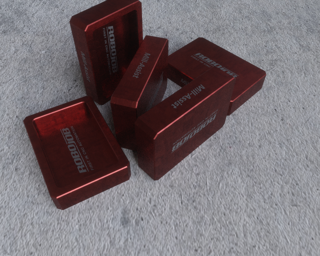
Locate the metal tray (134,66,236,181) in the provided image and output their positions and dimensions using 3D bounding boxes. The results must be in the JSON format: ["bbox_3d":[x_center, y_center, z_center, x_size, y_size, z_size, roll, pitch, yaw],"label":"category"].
[{"bbox_3d":[0.031,-0.006,0.367,0.131,0.089,0.030,-36,59,-27],"label":"metal tray"}]

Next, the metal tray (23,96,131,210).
[{"bbox_3d":[-0.103,0.024,0.380,0.091,0.030,0.130,-23,54,-19],"label":"metal tray"}]

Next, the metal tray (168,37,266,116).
[{"bbox_3d":[0.080,-0.083,0.472,0.091,0.030,0.130,-37,59,-27],"label":"metal tray"}]

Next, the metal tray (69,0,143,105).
[{"bbox_3d":[-0.065,-0.104,0.423,0.030,0.129,0.090,36,58,26],"label":"metal tray"}]

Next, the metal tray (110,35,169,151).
[{"bbox_3d":[-0.021,-0.046,0.401,0.030,0.089,0.130,13,51,10],"label":"metal tray"}]
